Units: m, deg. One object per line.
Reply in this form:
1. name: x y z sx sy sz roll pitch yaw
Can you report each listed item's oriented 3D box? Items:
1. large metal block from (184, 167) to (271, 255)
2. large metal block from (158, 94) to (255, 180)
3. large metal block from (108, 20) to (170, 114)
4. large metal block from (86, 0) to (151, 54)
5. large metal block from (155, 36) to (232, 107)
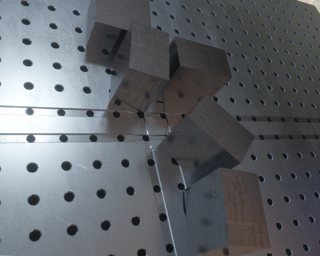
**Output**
1. large metal block: 0.071 0.100 0.352 0.050 0.080 0.080 13 57 -22
2. large metal block: 0.057 0.017 0.395 0.080 0.080 0.050 42 51 0
3. large metal block: -0.028 -0.077 0.406 0.050 0.080 0.080 14 56 -21
4. large metal block: -0.061 -0.156 0.456 0.081 0.050 0.080 9 58 -24
5. large metal block: 0.042 -0.076 0.444 0.081 0.080 0.050 8 59 -25
